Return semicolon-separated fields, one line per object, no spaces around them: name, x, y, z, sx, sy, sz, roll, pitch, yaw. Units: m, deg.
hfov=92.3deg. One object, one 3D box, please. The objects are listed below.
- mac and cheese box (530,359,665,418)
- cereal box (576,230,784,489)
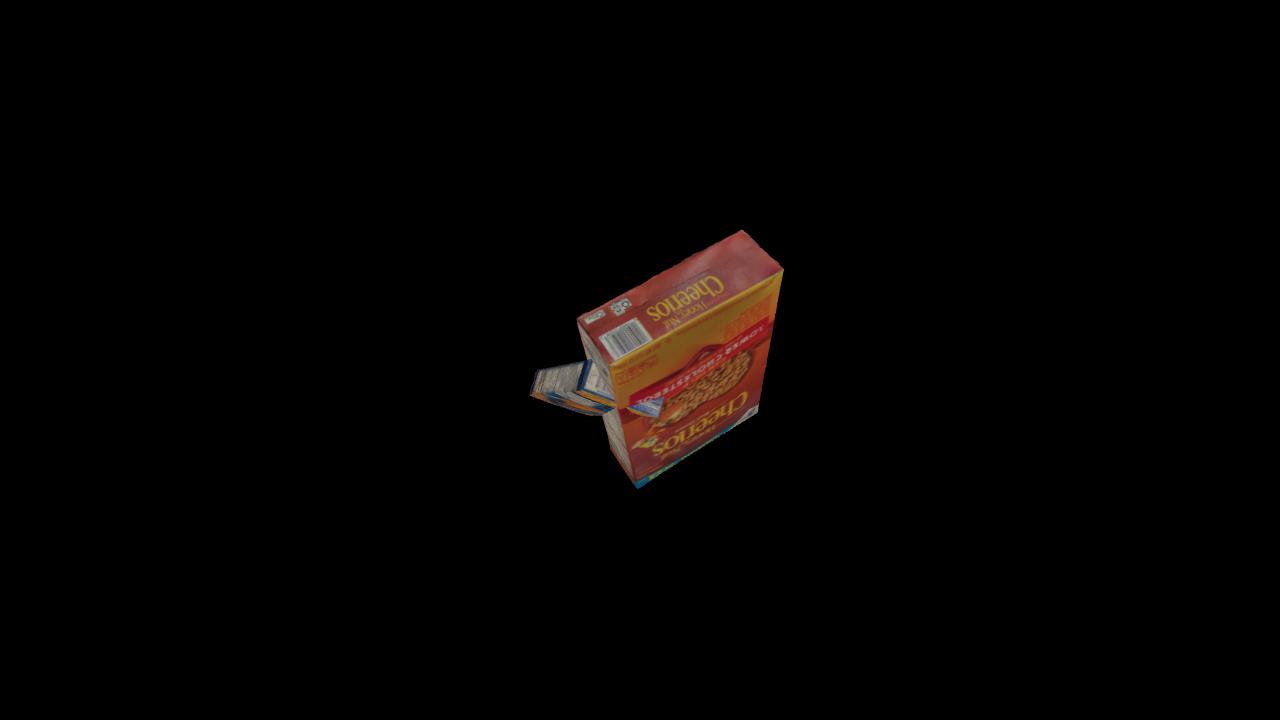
mac and cheese box;-0.055;0.035;0.699;0.093;0.041;0.184;19;-13;-23
cereal box;0.051;0.018;0.714;0.203;0.081;0.306;-29;-31;-14
